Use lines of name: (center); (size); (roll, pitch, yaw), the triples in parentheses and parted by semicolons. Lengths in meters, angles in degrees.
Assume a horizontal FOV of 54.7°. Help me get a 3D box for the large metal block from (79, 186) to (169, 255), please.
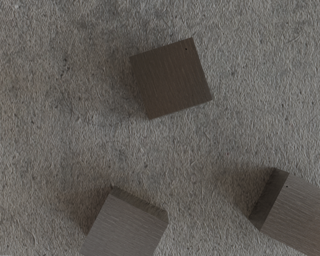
large metal block: (-0.044, 0.132, 0.397); (0.080, 0.050, 0.080); (27, 90, 0)

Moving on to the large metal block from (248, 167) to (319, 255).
large metal block: (0.174, 0.108, 0.399); (0.080, 0.050, 0.080); (27, 90, 0)

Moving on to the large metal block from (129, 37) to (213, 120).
large metal block: (0.013, -0.060, 0.397); (0.080, 0.050, 0.080); (-18, 90, 0)
